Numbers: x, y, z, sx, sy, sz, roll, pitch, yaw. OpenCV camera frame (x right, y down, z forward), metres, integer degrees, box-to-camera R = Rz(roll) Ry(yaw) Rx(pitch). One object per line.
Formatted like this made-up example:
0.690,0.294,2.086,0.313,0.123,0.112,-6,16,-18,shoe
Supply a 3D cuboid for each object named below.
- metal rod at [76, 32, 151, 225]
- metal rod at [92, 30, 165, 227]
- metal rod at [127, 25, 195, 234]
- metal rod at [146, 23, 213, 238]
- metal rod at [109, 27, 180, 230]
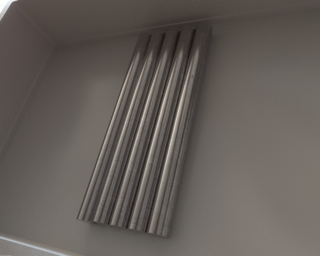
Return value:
-0.057,-0.016,0.444,0.025,0.025,0.300,0,62,28,metal rod
-0.035,-0.017,0.433,0.025,0.025,0.300,0,62,28,metal rod
0.010,-0.016,0.409,0.025,0.025,0.300,0,62,28,metal rod
0.032,-0.015,0.397,0.025,0.025,0.300,0,62,28,metal rod
-0.013,-0.016,0.421,0.025,0.025,0.300,0,62,28,metal rod
